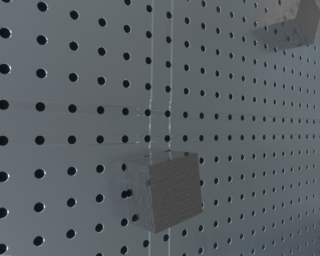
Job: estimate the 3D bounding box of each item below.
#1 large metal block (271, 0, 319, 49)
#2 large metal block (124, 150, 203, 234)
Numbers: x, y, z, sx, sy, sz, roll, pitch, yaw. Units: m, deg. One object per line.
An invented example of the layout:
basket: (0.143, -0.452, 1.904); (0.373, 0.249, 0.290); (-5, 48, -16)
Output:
large metal block: (0.273, -0.219, 0.619); (0.080, 0.050, 0.080); (33, 70, -35)
large metal block: (0.006, 0.077, 0.397); (0.081, 0.050, 0.080); (-10, 97, -39)
